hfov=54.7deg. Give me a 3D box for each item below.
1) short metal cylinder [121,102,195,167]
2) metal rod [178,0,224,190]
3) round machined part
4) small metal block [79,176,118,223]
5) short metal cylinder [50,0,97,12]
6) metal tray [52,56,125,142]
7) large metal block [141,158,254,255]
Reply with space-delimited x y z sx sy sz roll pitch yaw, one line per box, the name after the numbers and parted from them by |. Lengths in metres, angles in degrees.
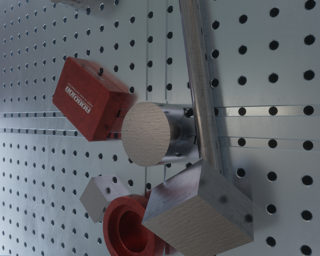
-0.003 0.008 0.396 0.080 0.050 0.079 0 90 40 | short metal cylinder
0.045 -0.075 0.371 0.025 0.025 0.298 -11 83 39 | metal rod
-0.030 0.139 0.423 0.098 0.042 0.097 0 90 40 | round machined part
-0.096 0.112 0.488 0.050 0.025 0.050 47 118 30 | small metal block
-0.143 -0.239 0.511 0.080 0.050 0.079 0 90 40 | short metal cylinder
-0.121 -0.049 0.506 0.130 0.030 0.089 40 114 32 | metal tray
0.041 0.091 0.332 0.080 0.050 0.080 41 125 -16 | large metal block
